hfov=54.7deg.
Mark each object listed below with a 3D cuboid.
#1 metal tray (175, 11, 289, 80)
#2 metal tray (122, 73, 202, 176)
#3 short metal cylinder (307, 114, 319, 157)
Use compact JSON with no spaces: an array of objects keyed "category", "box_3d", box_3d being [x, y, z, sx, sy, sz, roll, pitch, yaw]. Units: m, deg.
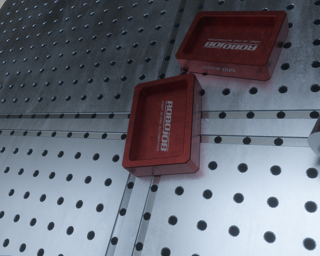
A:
[{"category":"metal tray","box_3d":[0.097,-0.117,0.425,0.130,0.030,0.090,14,69,33]},{"category":"metal tray","box_3d":[0.005,-0.005,0.405,0.090,0.030,0.130,-8,58,24]},{"category":"short metal cylinder","box_3d":[0.182,0.005,0.274,0.080,0.080,0.050,23,74,36]}]
